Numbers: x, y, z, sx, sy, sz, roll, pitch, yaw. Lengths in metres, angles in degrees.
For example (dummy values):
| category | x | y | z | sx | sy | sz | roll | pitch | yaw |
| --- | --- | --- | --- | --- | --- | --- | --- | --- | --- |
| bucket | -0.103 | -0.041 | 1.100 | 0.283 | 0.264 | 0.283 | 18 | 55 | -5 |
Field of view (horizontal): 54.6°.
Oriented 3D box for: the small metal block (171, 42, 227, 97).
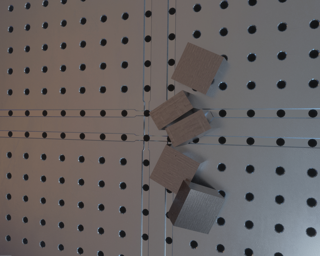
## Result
| category | x | y | z | sx | sy | sz | roll | pitch | yaw |
| --- | --- | --- | --- | --- | --- | --- | --- | --- | --- |
| small metal block | 0.050 | -0.074 | 0.395 | 0.050 | 0.025 | 0.050 | 28 | 99 | 17 |

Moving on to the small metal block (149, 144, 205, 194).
| category | x | y | z | sx | sy | sz | roll | pitch | yaw |
| --- | --- | --- | --- | --- | --- | --- | --- | --- | --- |
| small metal block | 0.022 | 0.055 | 0.405 | 0.050 | 0.025 | 0.050 | 29 | 99 | 17 |

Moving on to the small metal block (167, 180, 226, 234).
| category | x | y | z | sx | sy | sz | roll | pitch | yaw |
| --- | --- | --- | --- | --- | --- | --- | --- | --- | --- |
| small metal block | 0.044 | 0.098 | 0.383 | 0.050 | 0.025 | 0.050 | 20 | 99 | -21 |

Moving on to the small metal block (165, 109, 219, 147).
| category | x | y | z | sx | sy | sz | roll | pitch | yaw |
| --- | --- | --- | --- | --- | --- | --- | --- | --- | --- |
| small metal block | 0.041 | 0.000 | 0.385 | 0.050 | 0.050 | 0.025 | -28 | 81 | 18 |

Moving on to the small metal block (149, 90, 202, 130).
| category | x | y | z | sx | sy | sz | roll | pitch | yaw |
| --- | --- | --- | --- | --- | --- | --- | --- | --- | --- |
| small metal block | 0.021 | -0.021 | 0.392 | 0.050 | 0.050 | 0.025 | -33 | 79 | 17 |
